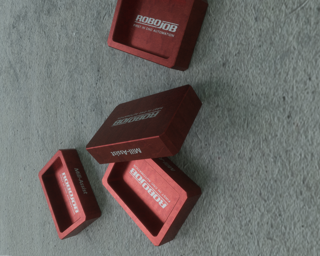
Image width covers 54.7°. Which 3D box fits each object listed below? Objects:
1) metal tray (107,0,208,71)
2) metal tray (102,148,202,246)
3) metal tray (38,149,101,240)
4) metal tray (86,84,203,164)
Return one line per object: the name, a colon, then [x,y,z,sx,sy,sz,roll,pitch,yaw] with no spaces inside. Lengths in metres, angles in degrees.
metal tray: [-0.009,-0.136,0.408,0.130,0.030,0.089,28,107,36]
metal tray: [-0.017,0.078,0.415,0.130,0.030,0.089,40,115,32]
metal tray: [-0.158,0.112,0.532,0.090,0.030,0.130,-42,65,32]
metal tray: [-0.021,-0.003,0.382,0.130,0.090,0.030,-11,126,39]
